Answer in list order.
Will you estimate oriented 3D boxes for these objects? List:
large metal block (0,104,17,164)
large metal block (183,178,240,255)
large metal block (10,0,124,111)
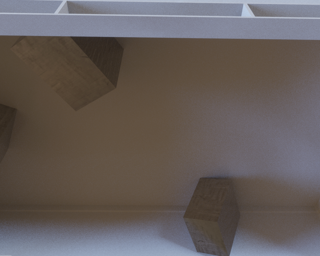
[{"bbox_3d":[-0.226,0.020,0.388,0.050,0.080,0.079,20,127,-16],"label":"large metal block"},{"bbox_3d":[0.082,0.135,0.473,0.050,0.080,0.080,-2,125,30],"label":"large metal block"},{"bbox_3d":[-0.084,-0.078,0.306,0.050,0.080,0.080,-27,125,21],"label":"large metal block"}]
